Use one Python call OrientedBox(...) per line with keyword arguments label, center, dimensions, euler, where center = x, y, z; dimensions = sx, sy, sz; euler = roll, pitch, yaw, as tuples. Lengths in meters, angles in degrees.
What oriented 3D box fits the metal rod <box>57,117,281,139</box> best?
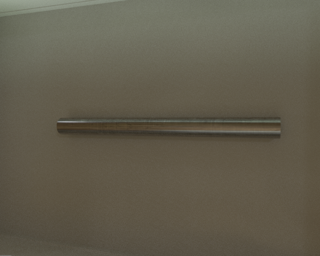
OrientedBox(label="metal rod", center=(-0.003, -0.001, 0.408), dimensions=(0.301, 0.025, 0.025), euler=(1, 90, 19))
